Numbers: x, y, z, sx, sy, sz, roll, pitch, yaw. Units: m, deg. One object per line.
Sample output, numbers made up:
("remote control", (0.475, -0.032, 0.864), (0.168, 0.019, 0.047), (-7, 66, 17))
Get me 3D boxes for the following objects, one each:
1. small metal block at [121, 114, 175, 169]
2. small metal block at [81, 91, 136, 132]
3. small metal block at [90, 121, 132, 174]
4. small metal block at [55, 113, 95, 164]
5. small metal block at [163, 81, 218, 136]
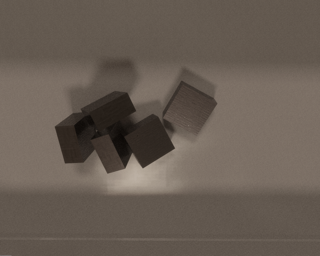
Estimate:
("small metal block", (-0.016, 0.017, 0.409), (0.050, 0.025, 0.050), (-31, 109, -10))
("small metal block", (-0.064, -0.022, 0.380), (0.050, 0.050, 0.025), (-31, 110, -18))
("small metal block", (-0.061, 0.023, 0.404), (0.025, 0.050, 0.050), (-18, 109, 14))
("small metal block", (-0.106, 0.011, 0.399), (0.025, 0.050, 0.050), (-4, 111, 12))
("small metal block", (0.038, -0.026, 0.402), (0.050, 0.025, 0.050), (27, 108, -10))
